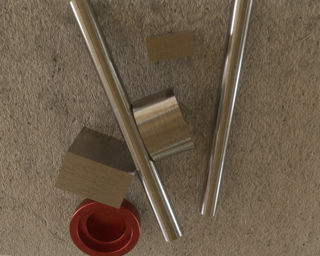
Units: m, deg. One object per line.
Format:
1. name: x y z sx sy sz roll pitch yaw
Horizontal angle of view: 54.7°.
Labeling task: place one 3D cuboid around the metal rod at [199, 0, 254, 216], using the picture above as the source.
1. metal rod: 0.083 -0.017 0.404 0.025 0.025 0.298 5 110 -2

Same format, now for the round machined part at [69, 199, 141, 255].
1. round machined part: -0.077 0.137 0.450 0.099 0.042 0.097 0 110 -1

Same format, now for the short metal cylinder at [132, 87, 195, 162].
1. short metal cylinder: 0.005 -0.004 0.378 0.050 0.080 0.080 -21 109 5

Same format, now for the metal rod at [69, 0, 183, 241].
1. metal rod: -0.038 -0.006 0.368 0.025 0.025 0.299 -21 94 7

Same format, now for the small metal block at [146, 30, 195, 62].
1. small metal block: 0.011 -0.097 0.361 0.050 0.050 0.025 -8 110 2

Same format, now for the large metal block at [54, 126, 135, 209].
1. large metal block: -0.077 0.048 0.397 0.080 0.080 0.050 21 109 -8
